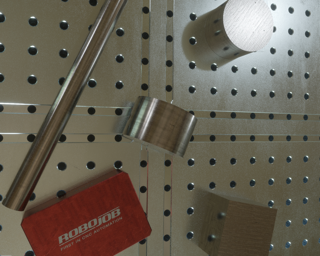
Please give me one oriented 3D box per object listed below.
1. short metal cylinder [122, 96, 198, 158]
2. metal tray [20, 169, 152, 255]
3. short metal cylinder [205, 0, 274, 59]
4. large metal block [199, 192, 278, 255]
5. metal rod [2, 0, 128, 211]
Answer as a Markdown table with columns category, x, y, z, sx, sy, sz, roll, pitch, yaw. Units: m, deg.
| category | x | y | z | sx | sy | sz | roll | pitch | yaw |
| --- | --- | --- | --- | --- | --- | --- | --- | --- | --- |
| short metal cylinder | 0.000 | 0.000 | 0.383 | 0.080 | 0.080 | 0.050 | 24 | 82 | -19 |
| metal tray | -0.086 | 0.118 | 0.378 | 0.131 | 0.030 | 0.090 | -24 | 98 | -19 |
| short metal cylinder | 0.111 | -0.143 | 0.440 | 0.081 | 0.050 | 0.080 | 0 | 90 | -20 |
| large metal block | 0.110 | 0.143 | 0.440 | 0.081 | 0.050 | 0.080 | 15 | 85 | -20 |
| metal rod | -0.106 | -0.046 | 0.373 | 0.025 | 0.025 | 0.299 | 27 | 81 | -18 |
